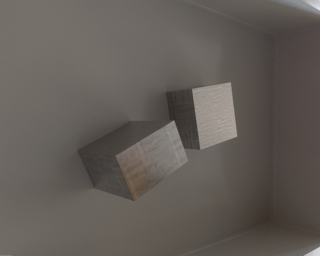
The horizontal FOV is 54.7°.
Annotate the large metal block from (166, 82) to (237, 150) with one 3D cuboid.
[{"bbox_3d":[0.061,-0.019,0.441,0.081,0.050,0.079,-15,100,-39],"label":"large metal block"}]

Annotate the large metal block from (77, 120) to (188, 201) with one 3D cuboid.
[{"bbox_3d":[-0.030,0.031,0.345,0.081,0.080,0.050,-31,110,-36],"label":"large metal block"}]
